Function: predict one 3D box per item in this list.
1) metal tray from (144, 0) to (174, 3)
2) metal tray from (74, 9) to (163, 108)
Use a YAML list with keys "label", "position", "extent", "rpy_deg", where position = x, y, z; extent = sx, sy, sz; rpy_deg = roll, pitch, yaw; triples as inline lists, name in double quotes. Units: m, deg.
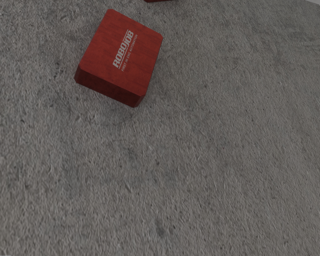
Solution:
- label: "metal tray"
  position: [-0.020, -0.291, 0.567]
  extent: [0.091, 0.030, 0.130]
  rpy_deg: [-23, 74, -36]
- label: "metal tray"
  position: [-0.053, -0.100, 0.433]
  extent: [0.090, 0.030, 0.130]
  rpy_deg: [24, 53, -14]
